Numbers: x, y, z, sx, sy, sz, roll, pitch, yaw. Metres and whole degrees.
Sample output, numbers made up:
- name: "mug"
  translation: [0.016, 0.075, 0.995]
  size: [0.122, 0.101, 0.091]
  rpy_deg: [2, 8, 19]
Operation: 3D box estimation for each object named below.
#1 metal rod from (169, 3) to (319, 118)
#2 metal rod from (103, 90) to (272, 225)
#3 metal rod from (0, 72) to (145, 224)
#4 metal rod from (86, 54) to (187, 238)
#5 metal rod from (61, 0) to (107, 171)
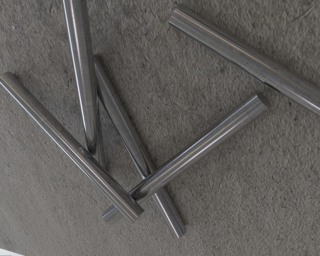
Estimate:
- name: "metal rod"
  translation: [0.141, -0.037, 0.309]
  size: [0.301, 0.025, 0.025]
  rpy_deg: [33, 129, 6]
- name: "metal rod"
  translation: [0.016, 0.054, 0.408]
  size: [0.025, 0.025, 0.299]
  rpy_deg: [46, 122, -4]
- name: "metal rod"
  translation: [-0.136, 0.021, 0.454]
  size: [0.300, 0.025, 0.025]
  rpy_deg: [43, 130, 13]
- name: "metal rod"
  translation: [-0.031, 0.037, 0.446]
  size: [0.025, 0.025, 0.299]
  rpy_deg: [-13, 112, 33]
- name: "metal rod"
  translation: [-0.093, -0.027, 0.411]
  size: [0.025, 0.025, 0.298]
  rpy_deg: [19, 135, 17]
